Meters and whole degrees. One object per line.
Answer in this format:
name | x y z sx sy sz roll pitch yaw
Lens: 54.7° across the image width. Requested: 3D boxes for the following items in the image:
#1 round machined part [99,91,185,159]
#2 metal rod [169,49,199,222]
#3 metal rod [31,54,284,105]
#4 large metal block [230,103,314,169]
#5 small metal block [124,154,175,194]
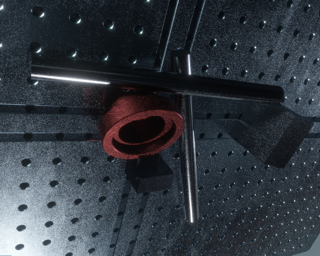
round machined part | -0.024 -0.007 0.370 0.099 0.042 0.098 -14 147 -9
metal rod | 0.040 0.032 0.454 0.025 0.025 0.298 -20 126 -17
metal rod | 0.015 -0.052 0.359 0.302 0.025 0.025 3 117 -21
large metal block | 0.167 0.003 0.472 0.050 0.080 0.080 15 111 -35
small metal block | -0.015 0.062 0.426 0.050 0.050 0.025 -3 120 -27
